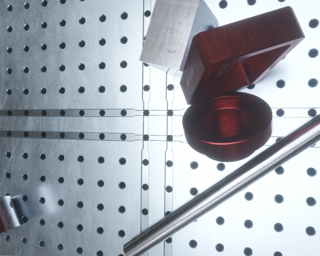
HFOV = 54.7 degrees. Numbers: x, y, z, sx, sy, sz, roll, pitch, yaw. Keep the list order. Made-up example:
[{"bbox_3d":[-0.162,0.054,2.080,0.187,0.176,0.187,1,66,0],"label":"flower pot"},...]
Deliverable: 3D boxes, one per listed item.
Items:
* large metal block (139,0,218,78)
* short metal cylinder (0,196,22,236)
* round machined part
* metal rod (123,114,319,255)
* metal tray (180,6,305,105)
[{"bbox_3d":[0.026,-0.106,0.373,0.050,0.080,0.080,19,96,23],"label":"large metal block"},{"bbox_3d":[-0.263,0.145,0.476,0.080,0.080,0.050,-28,81,18],"label":"short metal cylinder"},{"bbox_3d":[0.078,0.002,0.357,0.098,0.098,0.042,0,129,20],"label":"round machined part"},{"bbox_3d":[0.072,0.082,0.386,0.300,0.025,0.025,-38,78,16],"label":"metal rod"},{"bbox_3d":[0.073,-0.065,0.317,0.091,0.130,0.030,-18,81,-5],"label":"metal tray"}]
